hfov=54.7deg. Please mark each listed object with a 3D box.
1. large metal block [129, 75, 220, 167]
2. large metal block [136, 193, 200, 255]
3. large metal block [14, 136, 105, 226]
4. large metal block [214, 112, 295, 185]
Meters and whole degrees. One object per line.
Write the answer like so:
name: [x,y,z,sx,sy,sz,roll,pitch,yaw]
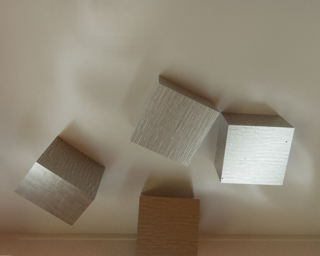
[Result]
large metal block: [0.017,-0.010,0.395,0.080,0.050,0.080,25,108,-9]
large metal block: [0.010,0.135,0.431,0.081,0.050,0.080,4,81,-2]
large metal block: [-0.125,0.066,0.405,0.080,0.080,0.050,36,106,-13]
large metal block: [0.120,0.027,0.410,0.081,0.050,0.079,3,110,-2]
